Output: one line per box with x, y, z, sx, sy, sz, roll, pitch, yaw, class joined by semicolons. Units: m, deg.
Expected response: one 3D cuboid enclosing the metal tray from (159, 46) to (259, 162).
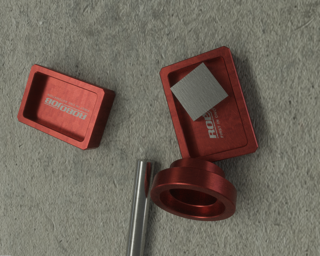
0.060;-0.024;0.384;0.090;0.030;0.129;-16;85;18;metal tray

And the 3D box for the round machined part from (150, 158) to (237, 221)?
0.041;0.070;0.366;0.098;0.098;0.042;1;53;19;round machined part

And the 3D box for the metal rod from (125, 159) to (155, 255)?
-0.037;0.191;0.420;0.025;0.025;0.298;8;93;19;metal rod

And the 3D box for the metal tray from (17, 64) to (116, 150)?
-0.139;-0.032;0.453;0.130;0.030;0.089;21;97;18;metal tray

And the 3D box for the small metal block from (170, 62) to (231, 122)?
0.050;-0.043;0.377;0.050;0.025;0.050;-37;78;16;small metal block
